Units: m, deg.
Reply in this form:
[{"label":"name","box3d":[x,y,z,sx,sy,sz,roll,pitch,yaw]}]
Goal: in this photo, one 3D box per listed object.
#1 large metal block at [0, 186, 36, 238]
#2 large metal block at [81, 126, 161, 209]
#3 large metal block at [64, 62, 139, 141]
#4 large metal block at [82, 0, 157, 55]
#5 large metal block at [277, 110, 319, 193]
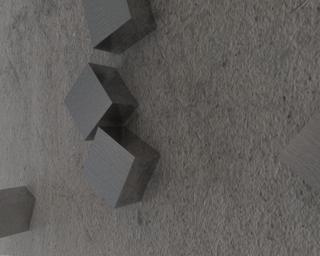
[{"label":"large metal block","box3d":[-0.308,0.170,0.624,0.050,0.081,0.079,30,109,36]},{"label":"large metal block","box3d":[-0.056,0.052,0.435,0.080,0.050,0.079,35,112,34]},{"label":"large metal block","box3d":[-0.090,-0.038,0.463,0.080,0.050,0.080,-48,62,29]},{"label":"large metal block","box3d":[-0.059,-0.162,0.437,0.080,0.050,0.080,-24,75,37]},{"label":"large metal block","box3d":[0.162,0.020,0.254,0.080,0.050,0.080,47,118,29]}]
